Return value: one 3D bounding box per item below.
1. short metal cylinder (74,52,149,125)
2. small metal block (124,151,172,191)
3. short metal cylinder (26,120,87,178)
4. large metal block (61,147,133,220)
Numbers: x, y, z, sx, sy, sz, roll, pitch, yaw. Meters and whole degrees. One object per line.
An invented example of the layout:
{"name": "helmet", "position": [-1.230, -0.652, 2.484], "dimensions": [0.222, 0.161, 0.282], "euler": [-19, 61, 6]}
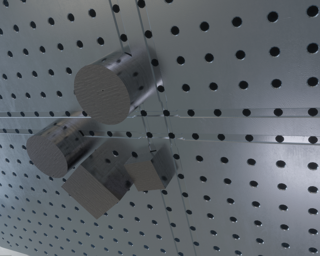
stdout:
{"name": "short metal cylinder", "position": [-0.061, -0.051, 0.396], "dimensions": [0.080, 0.050, 0.079], "euler": [13, 124, 21]}
{"name": "small metal block", "position": [-0.018, 0.065, 0.461], "dimensions": [0.050, 0.025, 0.050], "euler": [-13, 112, 33]}
{"name": "short metal cylinder", "position": [-0.167, 0.034, 0.504], "dimensions": [0.080, 0.050, 0.079], "euler": [13, 124, 21]}
{"name": "large metal block", "position": [-0.101, 0.091, 0.504], "dimensions": [0.080, 0.050, 0.080], "euler": [44, 129, -2]}
